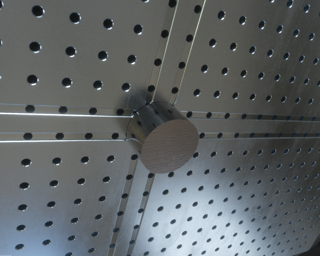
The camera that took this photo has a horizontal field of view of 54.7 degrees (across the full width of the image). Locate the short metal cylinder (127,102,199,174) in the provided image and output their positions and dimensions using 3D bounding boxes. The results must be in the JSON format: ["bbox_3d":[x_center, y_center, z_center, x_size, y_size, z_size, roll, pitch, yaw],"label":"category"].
[{"bbox_3d":[0.003,0.013,0.405,0.081,0.050,0.079,-14,125,-21],"label":"short metal cylinder"}]
